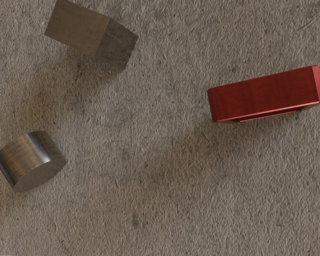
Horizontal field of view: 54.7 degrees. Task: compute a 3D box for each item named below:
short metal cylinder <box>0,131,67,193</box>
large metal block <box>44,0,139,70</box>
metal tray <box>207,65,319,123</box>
[{"bbox_3d":[-0.184,0.048,0.445,0.080,0.080,0.050,-41,77,15],"label":"short metal cylinder"},{"bbox_3d":[-0.088,-0.122,0.411,0.080,0.080,0.050,27,99,18],"label":"large metal block"},{"bbox_3d":[0.106,-0.028,0.316,0.090,0.130,0.030,-11,87,20],"label":"metal tray"}]
